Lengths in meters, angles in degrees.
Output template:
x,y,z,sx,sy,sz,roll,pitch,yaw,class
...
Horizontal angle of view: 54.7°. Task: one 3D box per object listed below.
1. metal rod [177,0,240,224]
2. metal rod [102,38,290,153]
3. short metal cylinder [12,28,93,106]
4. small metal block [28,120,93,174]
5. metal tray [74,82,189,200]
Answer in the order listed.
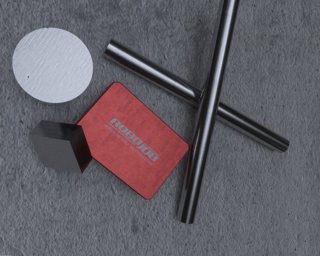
x,y,z,sx,sy,sz,roll,pitch,yaw,class
0.062,-0.020,0.407,0.025,0.025,0.298,8,97,-20,metal rod
0.062,-0.037,0.431,0.301,0.025,0.025,27,81,-18,metal rod
-0.120,-0.066,0.351,0.081,0.050,0.079,0,90,-20,short metal cylinder
-0.109,0.021,0.344,0.025,0.050,0.050,-64,155,-46,small metal block
-0.038,0.017,0.392,0.130,0.030,0.090,42,77,-15,metal tray
